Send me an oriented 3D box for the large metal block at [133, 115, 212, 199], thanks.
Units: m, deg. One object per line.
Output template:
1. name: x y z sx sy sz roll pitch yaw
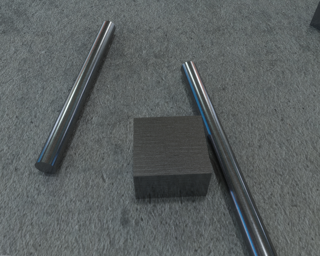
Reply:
1. large metal block: 0.011 0.033 0.360 0.081 0.050 0.080 -2 50 -2

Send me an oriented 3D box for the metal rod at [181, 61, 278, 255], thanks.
1. metal rod: 0.073 0.019 0.388 0.025 0.025 0.300 -8 51 -7

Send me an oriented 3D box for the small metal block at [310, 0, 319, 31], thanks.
1. small metal block: 0.312 -0.214 0.571 0.050 0.050 0.025 -26 55 -21

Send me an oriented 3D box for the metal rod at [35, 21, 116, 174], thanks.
1. metal rod: -0.113 -0.067 0.457 0.025 0.025 0.300 6 50 5
